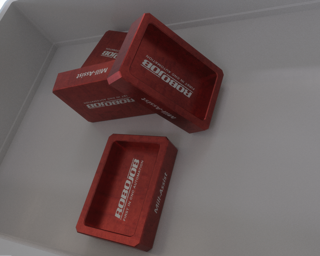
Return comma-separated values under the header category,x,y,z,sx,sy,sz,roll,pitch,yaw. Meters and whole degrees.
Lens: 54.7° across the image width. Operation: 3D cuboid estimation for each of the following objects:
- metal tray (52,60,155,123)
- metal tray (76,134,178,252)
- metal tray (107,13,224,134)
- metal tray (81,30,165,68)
category,x,y,z,sx,sy,sz,roll,pitch,yaw
metal tray,-0.068,-0.049,0.429,0.130,0.090,0.030,-7,59,24
metal tray,-0.038,0.072,0.378,0.090,0.030,0.130,2,63,29
metal tray,0.013,-0.061,0.370,0.030,0.131,0.090,-15,50,54
metal tray,-0.057,-0.108,0.499,0.130,0.030,0.090,19,72,35
